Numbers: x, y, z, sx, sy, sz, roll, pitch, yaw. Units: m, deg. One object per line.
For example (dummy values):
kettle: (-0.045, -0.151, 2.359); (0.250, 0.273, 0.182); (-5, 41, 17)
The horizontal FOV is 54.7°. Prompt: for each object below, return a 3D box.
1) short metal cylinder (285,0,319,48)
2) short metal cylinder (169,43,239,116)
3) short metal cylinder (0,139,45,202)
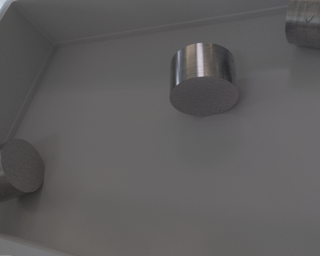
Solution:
short metal cylinder: (0.186, -0.133, 0.354); (0.050, 0.080, 0.080); (22, 73, 36)
short metal cylinder: (0.052, -0.057, 0.378); (0.080, 0.080, 0.050); (-11, 57, 22)
short metal cylinder: (-0.215, 0.061, 0.446); (0.050, 0.080, 0.080); (-21, 54, 16)
